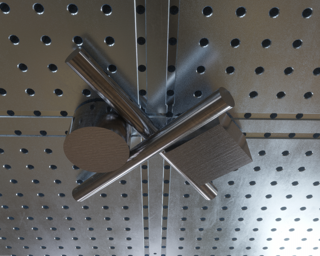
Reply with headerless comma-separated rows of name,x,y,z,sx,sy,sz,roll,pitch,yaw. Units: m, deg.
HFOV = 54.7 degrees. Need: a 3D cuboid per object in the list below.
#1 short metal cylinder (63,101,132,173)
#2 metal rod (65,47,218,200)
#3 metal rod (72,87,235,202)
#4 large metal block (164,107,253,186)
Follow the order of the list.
short metal cylinder,-0.078,0.013,0.400,0.081,0.050,0.079,0,130,0
metal rod,-0.006,0.012,0.416,0.025,0.025,0.300,-29,125,22
metal rod,-0.030,0.037,0.410,0.025,0.025,0.299,35,130,-26
large metal block,0.062,0.022,0.408,0.080,0.050,0.080,-31,124,23
